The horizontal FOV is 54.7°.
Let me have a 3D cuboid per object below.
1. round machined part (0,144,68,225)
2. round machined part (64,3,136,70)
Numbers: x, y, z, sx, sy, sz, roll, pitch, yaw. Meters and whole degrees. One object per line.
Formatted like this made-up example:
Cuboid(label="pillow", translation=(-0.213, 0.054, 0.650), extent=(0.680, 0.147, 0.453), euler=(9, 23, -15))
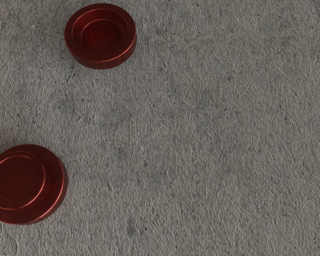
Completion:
Cuboid(label="round machined part", translation=(-0.166, 0.066, 0.374), extent=(0.099, 0.042, 0.098), euler=(0, 70, 0))
Cuboid(label="round machined part", translation=(-0.082, -0.126, 0.444), extent=(0.099, 0.042, 0.098), euler=(0, 70, 0))
